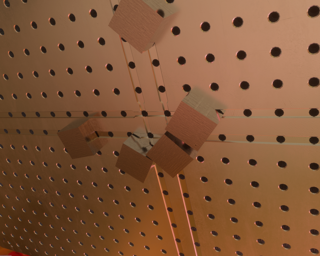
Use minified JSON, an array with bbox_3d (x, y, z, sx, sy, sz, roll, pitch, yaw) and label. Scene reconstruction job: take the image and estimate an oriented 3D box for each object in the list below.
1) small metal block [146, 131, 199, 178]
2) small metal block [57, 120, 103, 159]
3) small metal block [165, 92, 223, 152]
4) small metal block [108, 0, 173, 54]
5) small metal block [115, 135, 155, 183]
[{"bbox_3d":[0.017,0.033,0.423,0.050,0.025,0.050,41,129,0],"label":"small metal block"},{"bbox_3d":[-0.127,0.019,0.491,0.050,0.025,0.050,-12,112,33],"label":"small metal block"},{"bbox_3d":[0.042,-0.007,0.385,0.050,0.025,0.050,34,129,5],"label":"small metal block"},{"bbox_3d":[-0.023,-0.122,0.348,0.050,0.025,0.050,40,129,0],"label":"small metal block"},{"bbox_3d":[-0.033,0.046,0.458,0.050,0.025,0.050,30,128,9],"label":"small metal block"}]
